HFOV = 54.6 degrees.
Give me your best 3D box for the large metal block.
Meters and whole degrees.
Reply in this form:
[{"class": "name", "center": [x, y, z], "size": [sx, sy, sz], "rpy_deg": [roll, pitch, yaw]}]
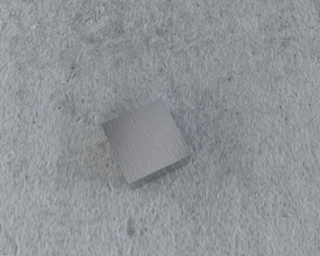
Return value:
[{"class": "large metal block", "center": [-0.017, 0.021, 0.387], "size": [0.080, 0.050, 0.080], "rpy_deg": [-24, 72, -9]}]
